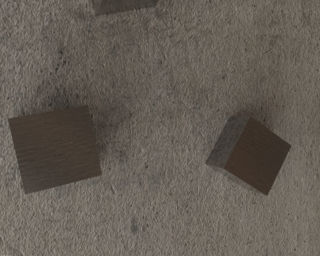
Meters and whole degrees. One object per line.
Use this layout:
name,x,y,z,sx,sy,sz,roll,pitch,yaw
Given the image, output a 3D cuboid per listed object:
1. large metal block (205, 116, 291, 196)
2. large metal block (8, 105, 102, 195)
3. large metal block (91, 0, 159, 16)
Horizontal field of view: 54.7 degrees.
large metal block,0.125,0.038,0.442,0.080,0.050,0.080,33,79,-17
large metal block,-0.118,0.021,0.352,0.081,0.050,0.080,-12,94,-20
large metal block,-0.038,-0.176,0.365,0.081,0.080,0.050,-17,96,-19
